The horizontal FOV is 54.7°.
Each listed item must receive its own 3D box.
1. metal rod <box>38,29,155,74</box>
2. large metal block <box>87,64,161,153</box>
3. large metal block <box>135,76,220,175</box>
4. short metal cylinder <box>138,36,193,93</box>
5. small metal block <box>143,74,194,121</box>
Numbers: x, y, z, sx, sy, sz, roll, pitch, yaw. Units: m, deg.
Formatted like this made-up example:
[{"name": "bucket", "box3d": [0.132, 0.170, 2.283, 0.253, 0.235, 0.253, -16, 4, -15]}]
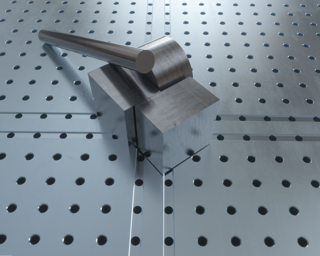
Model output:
[{"name": "metal rod", "box3d": [-0.108, -0.116, 0.436, 0.025, 0.025, 0.300, -34, 37, -25]}, {"name": "large metal block", "box3d": [-0.044, -0.029, 0.397, 0.050, 0.080, 0.080, -31, 57, -23]}, {"name": "large metal block", "box3d": [0.020, -0.003, 0.372, 0.081, 0.080, 0.050, -31, 57, -23]}, {"name": "short metal cylinder", "box3d": [-0.003, -0.071, 0.398, 0.050, 0.080, 0.080, -30, 56, -23]}, {"name": "small metal block", "box3d": [0.012, -0.045, 0.446, 0.050, 0.025, 0.050, -34, 58, -26]}]
